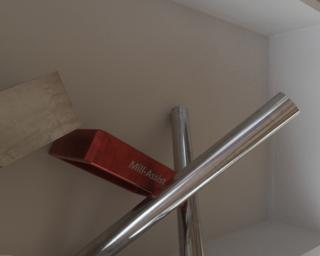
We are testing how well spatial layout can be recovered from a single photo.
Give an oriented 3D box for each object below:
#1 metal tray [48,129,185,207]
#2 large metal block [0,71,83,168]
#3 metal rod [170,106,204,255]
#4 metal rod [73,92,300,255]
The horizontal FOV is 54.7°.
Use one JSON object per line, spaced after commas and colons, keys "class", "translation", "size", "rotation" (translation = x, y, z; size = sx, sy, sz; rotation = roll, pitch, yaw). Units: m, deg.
{"class": "metal tray", "translation": [-0.040, 0.043, 0.332], "size": [0.130, 0.090, 0.030], "rotation": [34, 69, -35]}
{"class": "large metal block", "translation": [-0.128, -0.007, 0.264], "size": [0.081, 0.080, 0.050], "rotation": [-32, 111, -36]}
{"class": "metal rod", "translation": [0.031, 0.096, 0.344], "size": [0.025, 0.025, 0.300], "rotation": [32, 41, -36]}
{"class": "metal rod", "translation": [-0.001, 0.073, 0.293], "size": [0.300, 0.025, 0.025], "rotation": [-40, 122, 9]}
